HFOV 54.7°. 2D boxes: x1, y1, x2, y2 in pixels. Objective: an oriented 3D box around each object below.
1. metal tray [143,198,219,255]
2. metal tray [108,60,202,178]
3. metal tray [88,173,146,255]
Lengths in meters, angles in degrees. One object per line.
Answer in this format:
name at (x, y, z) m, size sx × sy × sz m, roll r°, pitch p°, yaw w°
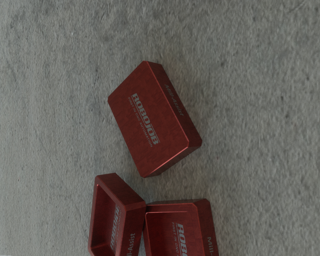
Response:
metal tray at (0.025, 0.156, 0.378) m, size 0.090 × 0.030 × 0.129 m, roll -14°, pitch 81°, yaw 38°
metal tray at (-0.012, -0.011, 0.409) m, size 0.090 × 0.030 × 0.130 m, roll -39°, pitch 66°, yaw 32°
metal tray at (-0.063, 0.139, 0.428) m, size 0.090 × 0.030 × 0.129 m, roll 30°, pitch 117°, yaw 49°
